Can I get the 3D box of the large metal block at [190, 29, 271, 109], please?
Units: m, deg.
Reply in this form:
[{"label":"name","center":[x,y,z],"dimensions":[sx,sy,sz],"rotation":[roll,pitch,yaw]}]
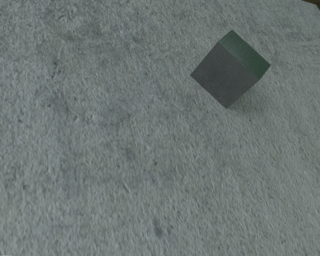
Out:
[{"label":"large metal block","center":[0.108,-0.090,0.484],"dimensions":[0.080,0.080,0.050],"rotation":[43,51,1]}]
